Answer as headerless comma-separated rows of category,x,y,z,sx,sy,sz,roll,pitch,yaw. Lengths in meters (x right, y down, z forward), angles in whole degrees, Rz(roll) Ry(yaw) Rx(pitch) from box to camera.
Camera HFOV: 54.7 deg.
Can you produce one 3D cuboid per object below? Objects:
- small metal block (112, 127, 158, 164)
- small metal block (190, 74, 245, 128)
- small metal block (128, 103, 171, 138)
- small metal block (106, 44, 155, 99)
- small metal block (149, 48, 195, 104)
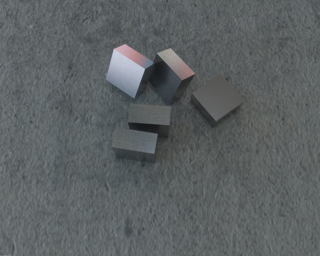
small metal block,-0.029,0.023,0.386,0.050,0.050,0.025,9,71,3
small metal block,0.077,-0.037,0.423,0.050,0.025,0.050,-35,74,-12
small metal block,-0.013,-0.008,0.398,0.050,0.050,0.025,4,70,1
small metal block,-0.041,-0.077,0.419,0.050,0.050,0.025,34,41,11
small metal block,0.013,-0.070,0.417,0.025,0.050,0.050,-30,72,-34
